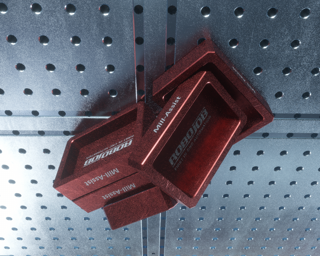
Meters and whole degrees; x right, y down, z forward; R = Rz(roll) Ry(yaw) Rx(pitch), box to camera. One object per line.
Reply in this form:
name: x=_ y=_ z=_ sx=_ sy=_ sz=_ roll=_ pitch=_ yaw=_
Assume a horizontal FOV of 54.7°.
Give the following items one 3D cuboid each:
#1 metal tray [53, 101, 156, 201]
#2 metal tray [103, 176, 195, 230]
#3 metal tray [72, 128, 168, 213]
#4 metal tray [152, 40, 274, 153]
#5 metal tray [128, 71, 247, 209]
metal tray: x=-0.067 y=0.028 z=0.391 sx=0.130 sy=0.090 sz=0.030 roll=-26 pitch=126 yaw=20
metal tray: x=-0.007 y=0.093 z=0.430 sx=0.090 sy=0.131 sz=0.030 roll=-25 pitch=84 yaw=20
metal tray: x=-0.050 y=0.048 z=0.407 sx=0.130 sy=0.090 sz=0.030 roll=-26 pitch=126 yaw=20
metal tray: x=0.066 y=-0.032 z=0.380 sx=0.090 sy=0.030 sz=0.130 roll=-36 pitch=122 yaw=26
metal tray: x=0.036 y=0.012 z=0.348 sx=0.090 sy=0.030 sz=0.130 roll=43 pitch=73 yaw=-30
